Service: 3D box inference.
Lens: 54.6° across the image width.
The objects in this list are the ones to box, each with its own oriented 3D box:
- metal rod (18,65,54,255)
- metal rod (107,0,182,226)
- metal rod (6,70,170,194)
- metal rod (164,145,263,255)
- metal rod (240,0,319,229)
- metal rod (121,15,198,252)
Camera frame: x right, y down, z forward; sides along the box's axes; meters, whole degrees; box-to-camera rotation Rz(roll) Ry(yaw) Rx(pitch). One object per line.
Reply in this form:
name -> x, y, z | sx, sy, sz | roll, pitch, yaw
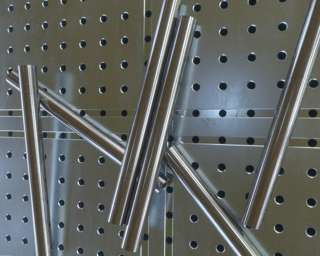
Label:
metal rod -> -0.184, 0.059, 0.462 | 0.025, 0.025, 0.298 | -1, 96, 20
metal rod -> -0.019, -0.025, 0.401 | 0.025, 0.025, 0.299 | 13, 88, 19
metal rod -> -0.115, -0.002, 0.453 | 0.300, 0.025, 0.025 | 33, 101, 17
metal rod -> 0.101, 0.145, 0.376 | 0.025, 0.025, 0.300 | -42, 77, 15
metal rod -> 0.150, -0.027, 0.359 | 0.025, 0.025, 0.298 | 18, 96, 19
metal rod -> 0.000, 0.005, 0.393 | 0.025, 0.025, 0.299 | 13, 87, 19
